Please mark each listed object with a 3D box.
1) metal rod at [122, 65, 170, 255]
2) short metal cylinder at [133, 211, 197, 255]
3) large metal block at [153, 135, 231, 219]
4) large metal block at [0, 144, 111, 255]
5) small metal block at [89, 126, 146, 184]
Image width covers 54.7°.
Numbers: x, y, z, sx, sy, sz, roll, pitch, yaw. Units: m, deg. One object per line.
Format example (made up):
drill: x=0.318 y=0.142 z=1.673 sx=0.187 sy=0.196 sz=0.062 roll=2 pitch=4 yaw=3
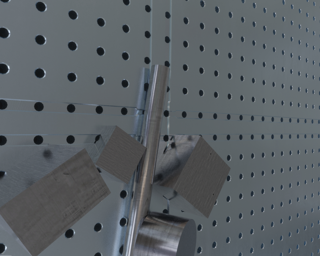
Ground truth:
metal rod: x=-0.021 y=0.067 z=0.392 sx=0.025 sy=0.025 sz=0.298 roll=14 pitch=81 yaw=-39
short metal cylinder: x=0.009 y=0.148 z=0.381 sx=0.080 sy=0.050 sz=0.080 roll=5 pitch=90 yaw=-67
large metal block: x=0.043 y=0.066 z=0.429 sx=0.080 sy=0.050 sz=0.080 roll=45 pitch=63 yaw=-31
large metal block: x=-0.107 y=0.059 z=0.284 sx=0.080 sy=0.080 sz=0.050 roll=-39 pitch=114 yaw=-33
small metal block: x=-0.051 y=0.032 z=0.367 sx=0.050 sy=0.025 sz=0.050 roll=40 pitch=66 yaw=-33
